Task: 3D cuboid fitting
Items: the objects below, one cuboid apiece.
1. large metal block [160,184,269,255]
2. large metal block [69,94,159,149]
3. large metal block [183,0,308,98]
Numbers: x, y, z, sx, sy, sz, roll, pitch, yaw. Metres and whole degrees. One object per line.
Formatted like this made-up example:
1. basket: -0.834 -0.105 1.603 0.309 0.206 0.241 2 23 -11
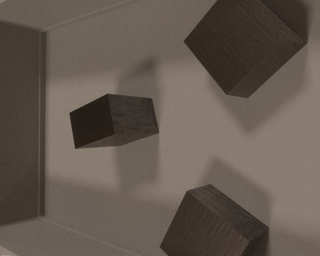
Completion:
1. large metal block: 0.057 0.121 0.342 0.080 0.050 0.079 35 111 34
2. large metal block: -0.062 -0.007 0.420 0.080 0.081 0.050 -19 78 38
3. large metal block: 0.085 -0.089 0.319 0.080 0.050 0.080 -47 62 29
